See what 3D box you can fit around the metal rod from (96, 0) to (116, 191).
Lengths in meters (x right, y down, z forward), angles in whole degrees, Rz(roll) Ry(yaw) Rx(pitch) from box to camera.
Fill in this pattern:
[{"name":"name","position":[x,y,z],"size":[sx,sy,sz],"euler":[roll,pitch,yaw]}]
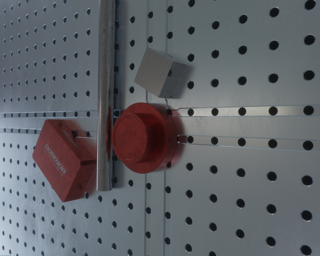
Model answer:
[{"name":"metal rod","position":[-0.083,-0.054,0.477],"size":[0.025,0.025,0.298],"euler":[2,91,40]}]

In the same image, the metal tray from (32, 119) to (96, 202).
[{"name":"metal tray","position":[-0.174,0.055,0.550],"size":[0.130,0.030,0.089],"euler":[42,115,31]}]

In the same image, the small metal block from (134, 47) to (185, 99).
[{"name":"small metal block","position":[-0.002,-0.073,0.411],"size":[0.050,0.025,0.050],"euler":[36,112,34]}]

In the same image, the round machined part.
[{"name":"round machined part","position":[-0.028,0.014,0.422],"size":[0.098,0.042,0.097],"euler":[0,91,40]}]
